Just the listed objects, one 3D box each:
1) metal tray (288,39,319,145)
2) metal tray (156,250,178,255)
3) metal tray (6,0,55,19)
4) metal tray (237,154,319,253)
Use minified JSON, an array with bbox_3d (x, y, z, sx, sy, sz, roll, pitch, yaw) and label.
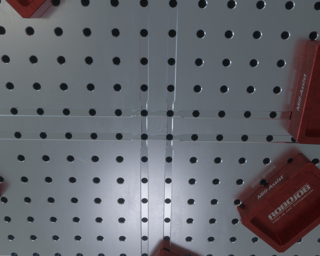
[{"bbox_3d":[0.225,-0.043,0.396,0.090,0.030,0.129,3,110,-1],"label":"metal tray"},{"bbox_3d":[0.010,0.271,0.510,0.090,0.030,0.129,28,108,-10],"label":"metal tray"},{"bbox_3d":[-0.132,-0.197,0.337,0.130,0.030,0.090,-40,106,13],"label":"metal tray"},{"bbox_3d":[0.191,0.112,0.453,0.090,0.030,0.130,39,105,-13],"label":"metal tray"}]
